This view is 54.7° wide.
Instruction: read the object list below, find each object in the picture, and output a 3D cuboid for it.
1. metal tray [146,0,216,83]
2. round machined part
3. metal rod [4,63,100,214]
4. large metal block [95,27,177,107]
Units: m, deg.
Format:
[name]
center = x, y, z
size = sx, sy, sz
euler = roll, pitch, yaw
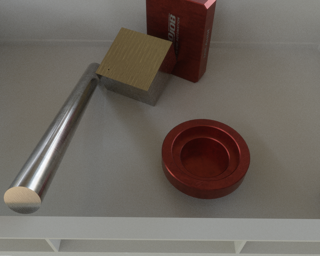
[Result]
[metal tray]
center = 0.027, -0.136, 0.452
size = 0.090, 0.129, 0.030
euler = 24, 54, 19
[round machined part]
center = 0.051, 0.039, 0.362
size = 0.099, 0.042, 0.098
euler = 0, 50, 0
[metal rod]
center = -0.098, -0.019, 0.348
size = 0.025, 0.025, 0.300
euler = 0, 28, -1
[large metal block]
center = -0.032, -0.088, 0.445
size = 0.080, 0.050, 0.080
euler = 21, 74, 16
